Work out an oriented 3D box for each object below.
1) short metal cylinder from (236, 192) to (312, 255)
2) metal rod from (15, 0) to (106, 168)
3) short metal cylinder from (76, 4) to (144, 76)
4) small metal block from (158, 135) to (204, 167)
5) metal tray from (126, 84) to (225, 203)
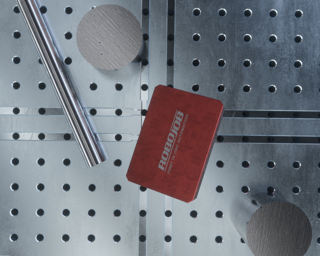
[{"bbox_3d":[0.145,0.129,0.402,0.081,0.050,0.079,0,90,0],"label":"short metal cylinder"},{"bbox_3d":[-0.144,-0.089,0.411,0.025,0.025,0.299,-23,90,0],"label":"metal rod"},{"bbox_3d":[-0.061,-0.110,0.400,0.081,0.050,0.079,0,90,0],"label":"short metal cylinder"},{"bbox_3d":[0.028,0.028,0.414,0.050,0.025,0.050,-22,90,0],"label":"small metal block"},{"bbox_3d":[0.020,0.018,0.396,0.090,0.030,0.129,17,88,16],"label":"metal tray"}]
